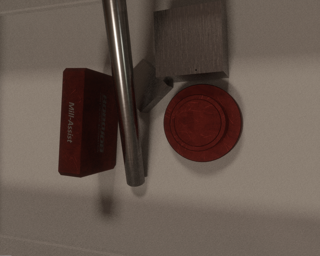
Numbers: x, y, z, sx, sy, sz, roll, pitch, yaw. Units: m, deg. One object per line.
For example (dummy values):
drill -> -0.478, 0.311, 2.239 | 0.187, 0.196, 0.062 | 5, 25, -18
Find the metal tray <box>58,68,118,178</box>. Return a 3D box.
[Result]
metal tray -> -0.090, -0.007, 0.406 | 0.030, 0.090, 0.129 | 4, 91, 20

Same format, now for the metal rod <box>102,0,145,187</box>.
metal rod -> -0.043, -0.061, 0.359 | 0.025, 0.025, 0.298 | 6, 117, 19

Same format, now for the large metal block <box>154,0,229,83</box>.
large metal block -> 0.040, -0.102, 0.382 | 0.080, 0.050, 0.079 | -2, 89, 19

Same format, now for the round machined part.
round machined part -> 0.051, -0.006, 0.383 | 0.098, 0.042, 0.097 | 0, 90, 19

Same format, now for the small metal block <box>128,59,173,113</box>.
small metal block -> -0.020, -0.056, 0.417 | 0.050, 0.025, 0.050 | -44, 77, 14
